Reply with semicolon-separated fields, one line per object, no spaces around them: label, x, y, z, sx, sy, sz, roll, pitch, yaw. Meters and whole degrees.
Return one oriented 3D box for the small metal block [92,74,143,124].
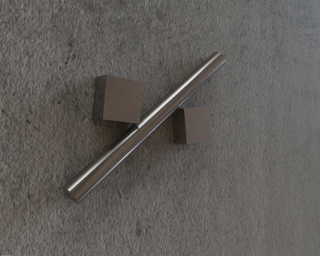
small metal block;-0.049;-0.032;0.365;0.050;0.025;0.050;7;86;-40

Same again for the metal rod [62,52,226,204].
metal rod;-0.002;-0.018;0.405;0.301;0.025;0.025;-44;117;-31

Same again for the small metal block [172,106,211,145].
small metal block;0.046;-0.005;0.445;0.050;0.025;0.050;-9;96;-40
